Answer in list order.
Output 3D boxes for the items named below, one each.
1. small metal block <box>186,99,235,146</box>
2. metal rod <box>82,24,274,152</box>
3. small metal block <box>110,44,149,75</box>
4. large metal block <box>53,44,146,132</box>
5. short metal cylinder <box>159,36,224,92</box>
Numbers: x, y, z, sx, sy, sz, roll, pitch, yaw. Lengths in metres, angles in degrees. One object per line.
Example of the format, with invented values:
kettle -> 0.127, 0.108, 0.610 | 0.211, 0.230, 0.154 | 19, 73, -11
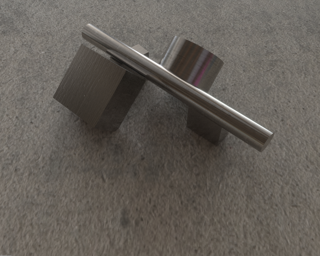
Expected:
small metal block -> 0.063, -0.012, 0.396 | 0.050, 0.050, 0.025 | 33, 58, 24
metal rod -> 0.004, -0.063, 0.393 | 0.300, 0.025, 0.025 | 36, 58, 26
small metal block -> -0.044, -0.090, 0.464 | 0.050, 0.050, 0.025 | -32, 57, -24
large metal block -> -0.080, -0.051, 0.408 | 0.080, 0.050, 0.080 | 33, 98, 24
short metal cylinder -> 0.042, -0.086, 0.434 | 0.080, 0.080, 0.050 | 32, 98, 23
